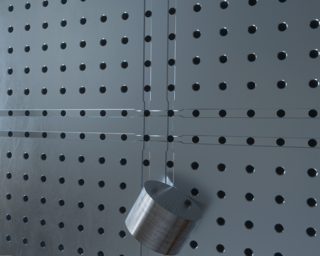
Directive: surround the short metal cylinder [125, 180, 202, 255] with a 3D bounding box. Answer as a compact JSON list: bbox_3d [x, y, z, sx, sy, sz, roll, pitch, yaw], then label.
[{"bbox_3d":[0.005,0.108,0.382,0.080,0.080,0.050,32,101,17],"label":"short metal cylinder"}]
